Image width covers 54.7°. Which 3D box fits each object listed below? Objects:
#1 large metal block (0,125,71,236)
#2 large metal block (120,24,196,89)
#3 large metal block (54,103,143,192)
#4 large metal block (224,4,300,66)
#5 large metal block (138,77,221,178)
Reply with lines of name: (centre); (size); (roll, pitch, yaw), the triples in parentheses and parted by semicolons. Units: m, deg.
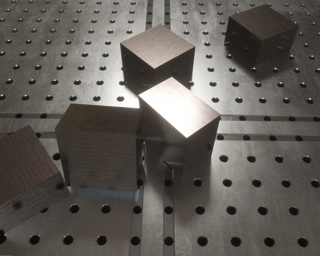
large metal block: (-0.159, 0.055, 0.343); (0.081, 0.050, 0.080); (-30, 57, -23)
large metal block: (-0.004, -0.109, 0.483); (0.080, 0.050, 0.080); (-33, 58, -25)
large metal block: (-0.063, 0.022, 0.346); (0.080, 0.079, 0.050); (4, 35, 3)
large metal block: (0.171, -0.160, 0.528); (0.081, 0.050, 0.080); (-24, 54, -19)
large metal block: (0.020, 0.000, 0.373); (0.050, 0.080, 0.080); (-33, 58, -24)
